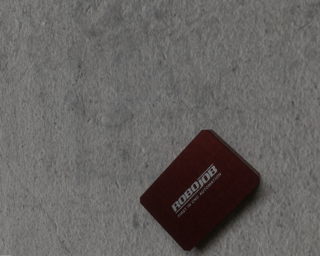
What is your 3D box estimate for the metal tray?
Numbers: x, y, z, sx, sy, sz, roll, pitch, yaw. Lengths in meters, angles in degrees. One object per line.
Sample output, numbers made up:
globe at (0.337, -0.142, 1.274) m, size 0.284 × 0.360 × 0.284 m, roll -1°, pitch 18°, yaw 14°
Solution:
metal tray at (0.048, 0.076, 0.390) m, size 0.090 × 0.030 × 0.130 m, roll 44°, pitch 104°, yaw 14°
